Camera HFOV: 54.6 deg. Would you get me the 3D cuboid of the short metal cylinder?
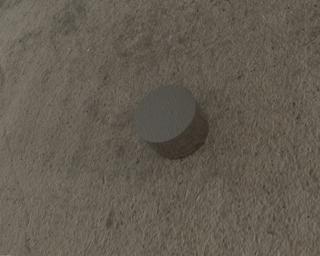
[{"bbox_3d":[0.015,-0.007,0.385,0.080,0.050,0.080,-13,56,21],"label":"short metal cylinder"}]
